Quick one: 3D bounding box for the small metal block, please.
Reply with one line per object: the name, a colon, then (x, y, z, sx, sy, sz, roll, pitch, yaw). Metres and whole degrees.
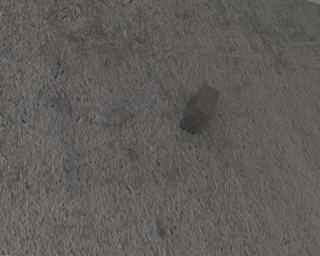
small metal block: (0.054, -0.026, 0.432, 0.025, 0.050, 0.050, 31, 52, -9)
